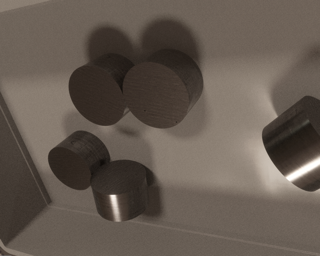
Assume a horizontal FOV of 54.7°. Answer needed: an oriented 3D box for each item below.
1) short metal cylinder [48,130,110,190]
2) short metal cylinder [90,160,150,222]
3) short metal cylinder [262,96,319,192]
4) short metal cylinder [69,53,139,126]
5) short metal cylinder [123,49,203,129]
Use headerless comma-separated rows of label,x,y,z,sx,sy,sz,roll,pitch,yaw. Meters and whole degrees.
short metal cylinder,-0.127,0.051,0.488,0.080,0.050,0.079,13,124,20
short metal cylinder,-0.058,0.091,0.458,0.080,0.080,0.050,9,122,23
short metal cylinder,0.149,0.015,0.304,0.080,0.080,0.050,42,129,-1
short metal cylinder,-0.068,-0.049,0.396,0.080,0.050,0.079,13,124,20
short metal cylinder,0.004,-0.046,0.361,0.080,0.050,0.079,13,124,20
